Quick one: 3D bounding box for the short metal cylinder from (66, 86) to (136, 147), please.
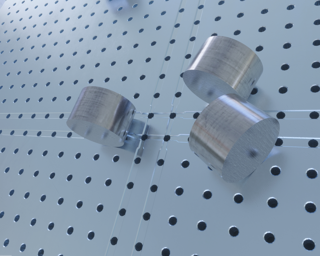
[{"bbox_3d":[-0.079,-0.014,0.423,0.080,0.080,0.050,5,64,30],"label":"short metal cylinder"}]

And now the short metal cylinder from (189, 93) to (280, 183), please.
[{"bbox_3d":[0.078,0.011,0.326,0.080,0.080,0.050,-45,51,-3],"label":"short metal cylinder"}]

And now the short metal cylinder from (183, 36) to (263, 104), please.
[{"bbox_3d":[0.075,-0.064,0.373,0.080,0.080,0.050,23,74,36],"label":"short metal cylinder"}]
